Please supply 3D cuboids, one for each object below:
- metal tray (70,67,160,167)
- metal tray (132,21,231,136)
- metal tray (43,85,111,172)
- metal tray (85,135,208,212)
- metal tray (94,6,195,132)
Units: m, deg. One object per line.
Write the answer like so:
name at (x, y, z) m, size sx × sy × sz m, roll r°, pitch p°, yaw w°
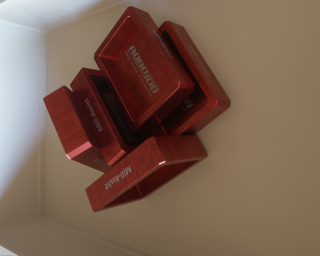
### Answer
metal tray at (-0.050, -0.016, 0.400) m, size 0.030 × 0.091 × 0.130 m, roll -44°, pitch 64°, yaw 31°
metal tray at (0.017, -0.055, 0.387) m, size 0.090 × 0.030 × 0.130 m, roll -42°, pitch 64°, yaw 33°
metal tray at (-0.093, 0.009, 0.412) m, size 0.030 × 0.130 × 0.090 m, roll -31°, pitch 67°, yaw 3°
metal tray at (-0.017, 0.055, 0.375) m, size 0.130 × 0.091 × 0.030 m, roll -39°, pitch 66°, yaw 32°
metal tray at (-0.025, -0.071, 0.380) m, size 0.090 × 0.030 × 0.130 m, roll -44°, pitch 63°, yaw 31°
